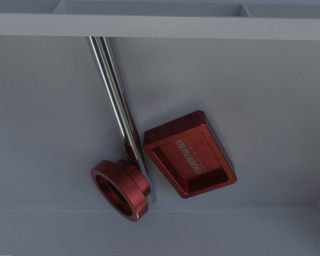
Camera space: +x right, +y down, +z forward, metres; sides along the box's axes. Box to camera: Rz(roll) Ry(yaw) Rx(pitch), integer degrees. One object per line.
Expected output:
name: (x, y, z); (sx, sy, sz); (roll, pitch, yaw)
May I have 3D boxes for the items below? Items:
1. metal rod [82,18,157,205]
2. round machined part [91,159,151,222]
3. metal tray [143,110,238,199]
metal rod: (-0.042, 0.005, 0.412); (0.025, 0.025, 0.298); (-8, 130, 6)
round machined part: (-0.052, 0.084, 0.447); (0.098, 0.042, 0.097); (34, 147, 26)
metal tray: (0.045, 0.043, 0.443); (0.090, 0.030, 0.130); (-22, 127, 17)
